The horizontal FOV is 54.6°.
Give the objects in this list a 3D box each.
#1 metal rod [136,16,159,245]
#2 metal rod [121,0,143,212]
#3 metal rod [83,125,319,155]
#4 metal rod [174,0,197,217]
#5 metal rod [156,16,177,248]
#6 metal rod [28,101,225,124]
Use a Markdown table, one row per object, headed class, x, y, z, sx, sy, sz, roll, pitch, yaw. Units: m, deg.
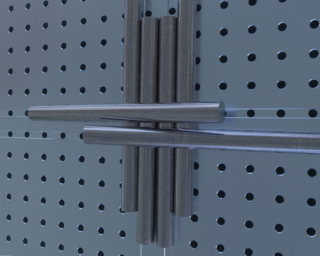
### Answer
| class | x | y | z | sx | sy | sz | roll | pitch | yaw |
| --- | --- | --- | --- | --- | --- | --- | --- | --- | --- |
| metal rod | -0.016 | 0.004 | 0.417 | 0.025 | 0.025 | 0.298 | 1 | 90 | 20 |
| metal rod | -0.038 | -0.037 | 0.426 | 0.025 | 0.025 | 0.298 | 1 | 90 | 20 |
| metal rod | 0.053 | 0.013 | 0.372 | 0.301 | 0.025 | 0.025 | 2 | 91 | 11 |
| metal rod | 0.033 | -0.038 | 0.400 | 0.025 | 0.025 | 0.298 | 1 | 90 | 20 |
| metal rod | 0.009 | 0.005 | 0.411 | 0.025 | 0.025 | 0.298 | 1 | 90 | 20 |
| metal rod | -0.064 | -0.020 | 0.411 | 0.300 | 0.025 | 0.025 | 1 | 91 | 29 |
